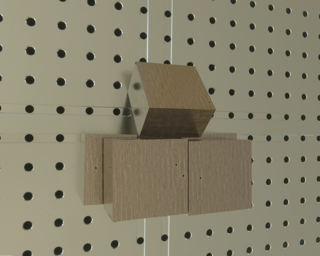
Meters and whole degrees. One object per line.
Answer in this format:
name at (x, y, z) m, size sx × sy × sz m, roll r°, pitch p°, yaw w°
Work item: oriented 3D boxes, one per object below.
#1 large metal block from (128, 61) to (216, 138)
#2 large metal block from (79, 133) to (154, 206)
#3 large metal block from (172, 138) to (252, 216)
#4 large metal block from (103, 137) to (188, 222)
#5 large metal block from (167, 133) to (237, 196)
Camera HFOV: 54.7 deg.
large metal block at (0.011, -0.034, 0.382) m, size 0.081 × 0.050 × 0.080 m, roll 0°, pitch 48°, yaw -21°
large metal block at (-0.055, 0.047, 0.380) m, size 0.081 × 0.050 × 0.079 m, roll 2°, pitch 90°, yaw -21°
large metal block at (0.060, 0.053, 0.367) m, size 0.081 × 0.050 × 0.079 m, roll 0°, pitch 90°, yaw -21°
large metal block at (-0.017, 0.051, 0.338) m, size 0.081 × 0.050 × 0.079 m, roll 0°, pitch 90°, yaw -21°
large metal block at (0.056, 0.047, 0.421) m, size 0.081 × 0.050 × 0.079 m, roll -1°, pitch 91°, yaw -20°
